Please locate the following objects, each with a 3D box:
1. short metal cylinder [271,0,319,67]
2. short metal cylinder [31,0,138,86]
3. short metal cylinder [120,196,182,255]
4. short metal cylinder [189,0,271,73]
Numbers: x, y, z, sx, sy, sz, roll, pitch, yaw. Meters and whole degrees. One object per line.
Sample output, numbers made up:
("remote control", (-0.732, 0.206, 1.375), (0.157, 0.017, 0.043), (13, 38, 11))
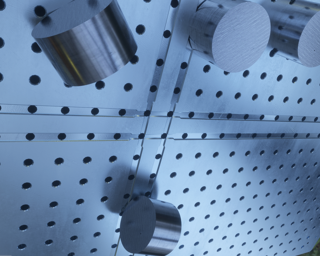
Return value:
("short metal cylinder", (0.202, -0.130, 0.425), (0.081, 0.050, 0.079), (-14, 124, -21))
("short metal cylinder", (-0.068, -0.083, 0.287), (0.080, 0.080, 0.050), (-32, 129, -8))
("short metal cylinder", (-0.015, 0.145, 0.457), (0.050, 0.080, 0.080), (25, 105, -37))
("short metal cylinder", (0.083, -0.113, 0.370), (0.081, 0.050, 0.079), (-14, 124, -21))
